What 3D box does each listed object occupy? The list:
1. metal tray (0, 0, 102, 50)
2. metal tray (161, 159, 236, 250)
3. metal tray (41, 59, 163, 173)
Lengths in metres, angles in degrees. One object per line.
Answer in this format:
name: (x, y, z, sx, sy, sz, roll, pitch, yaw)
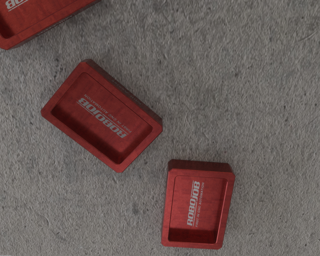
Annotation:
metal tray: (-0.143, -0.157, 0.347, 0.130, 0.030, 0.090, -26, 108, 9)
metal tray: (0.052, 0.112, 0.448, 0.091, 0.030, 0.129, 4, 110, -2)
metal tray: (-0.072, -0.014, 0.401, 0.130, 0.030, 0.090, 40, 105, -14)
